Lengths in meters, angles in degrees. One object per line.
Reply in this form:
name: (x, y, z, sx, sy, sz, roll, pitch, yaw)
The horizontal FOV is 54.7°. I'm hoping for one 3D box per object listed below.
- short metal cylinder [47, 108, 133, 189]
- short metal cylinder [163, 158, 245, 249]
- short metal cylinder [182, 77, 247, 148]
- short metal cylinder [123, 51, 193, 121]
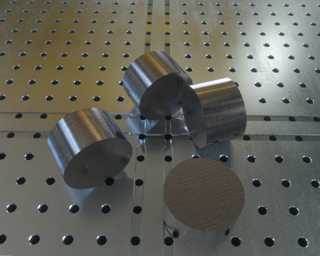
short metal cylinder: (-0.079, 0.024, 0.351, 0.081, 0.080, 0.050, -25, 55, -20)
short metal cylinder: (0.043, 0.079, 0.326, 0.081, 0.050, 0.080, 0, 50, 0)
short metal cylinder: (0.065, -0.019, 0.389, 0.050, 0.080, 0.080, -14, 52, -12)
short metal cylinder: (-0.003, -0.056, 0.419, 0.081, 0.080, 0.050, -23, 54, -18)
